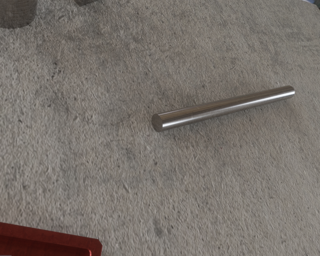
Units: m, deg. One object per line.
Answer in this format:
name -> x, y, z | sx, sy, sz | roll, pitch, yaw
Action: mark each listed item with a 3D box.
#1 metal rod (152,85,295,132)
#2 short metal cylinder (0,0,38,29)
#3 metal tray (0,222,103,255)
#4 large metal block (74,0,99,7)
metal rod -> 0.118, -0.037, 0.491 | 0.303, 0.025, 0.025 | -14, 69, -34
short metal cylinder -> -0.196, -0.173, 0.388 | 0.081, 0.050, 0.080 | 14, 56, -21
metal tray -> -0.121, 0.130, 0.255 | 0.131, 0.030, 0.090 | 18, 55, -19
large metal block -> -0.117, -0.243, 0.455 | 0.080, 0.080, 0.050 | 46, 51, 3
